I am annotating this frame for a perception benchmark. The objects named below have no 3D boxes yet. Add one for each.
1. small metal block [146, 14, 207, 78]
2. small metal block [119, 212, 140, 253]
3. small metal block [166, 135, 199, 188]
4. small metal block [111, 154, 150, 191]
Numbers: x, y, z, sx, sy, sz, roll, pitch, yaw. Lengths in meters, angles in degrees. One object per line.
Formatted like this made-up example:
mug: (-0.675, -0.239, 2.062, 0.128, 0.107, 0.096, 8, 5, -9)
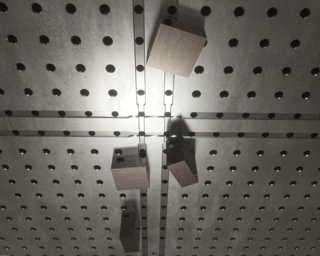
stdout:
small metal block: (0.017, -0.088, 0.337, 0.050, 0.025, 0.050, 14, 129, -12)
small metal block: (-0.053, 0.186, 0.553, 0.025, 0.050, 0.050, -6, 130, 4)
small metal block: (0.031, 0.047, 0.436, 0.025, 0.050, 0.050, -21, 127, 16)
small metal block: (-0.043, 0.068, 0.469, 0.050, 0.025, 0.050, -4, 130, 3)
